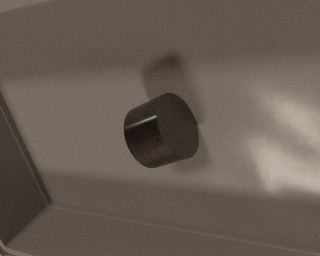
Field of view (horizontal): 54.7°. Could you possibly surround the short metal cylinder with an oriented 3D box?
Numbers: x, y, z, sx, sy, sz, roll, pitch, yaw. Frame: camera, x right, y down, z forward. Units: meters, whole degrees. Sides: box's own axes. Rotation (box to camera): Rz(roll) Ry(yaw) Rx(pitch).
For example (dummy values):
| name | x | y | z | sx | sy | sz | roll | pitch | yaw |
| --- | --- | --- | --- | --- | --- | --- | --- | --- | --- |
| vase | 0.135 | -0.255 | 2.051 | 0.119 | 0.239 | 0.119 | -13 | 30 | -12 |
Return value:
| name | x | y | z | sx | sy | sz | roll | pitch | yaw |
| --- | --- | --- | --- | --- | --- | --- | --- | --- | --- |
| short metal cylinder | 0.003 | 0.004 | 0.373 | 0.050 | 0.080 | 0.080 | -21 | 107 | 36 |
